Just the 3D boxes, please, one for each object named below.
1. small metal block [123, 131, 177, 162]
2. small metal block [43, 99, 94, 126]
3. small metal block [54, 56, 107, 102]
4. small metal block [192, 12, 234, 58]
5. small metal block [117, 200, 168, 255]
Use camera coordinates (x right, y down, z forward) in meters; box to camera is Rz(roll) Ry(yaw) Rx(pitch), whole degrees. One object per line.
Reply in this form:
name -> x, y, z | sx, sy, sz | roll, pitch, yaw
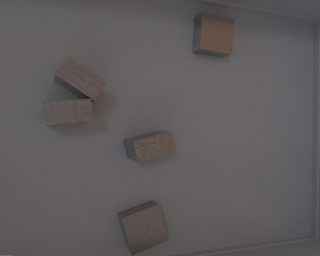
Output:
small metal block -> -0.014, 0.022, 0.393 | 0.050, 0.050, 0.025 | -15, 95, -20
small metal block -> -0.107, -0.018, 0.358 | 0.050, 0.050, 0.025 | -6, 93, -20
small metal block -> -0.094, -0.054, 0.363 | 0.050, 0.050, 0.025 | 35, 79, -17
small metal block -> 0.075, -0.130, 0.439 | 0.050, 0.025, 0.050 | 4, 89, -20
small metal block -> -0.023, 0.129, 0.403 | 0.050, 0.025, 0.050 | -17, 96, -20
